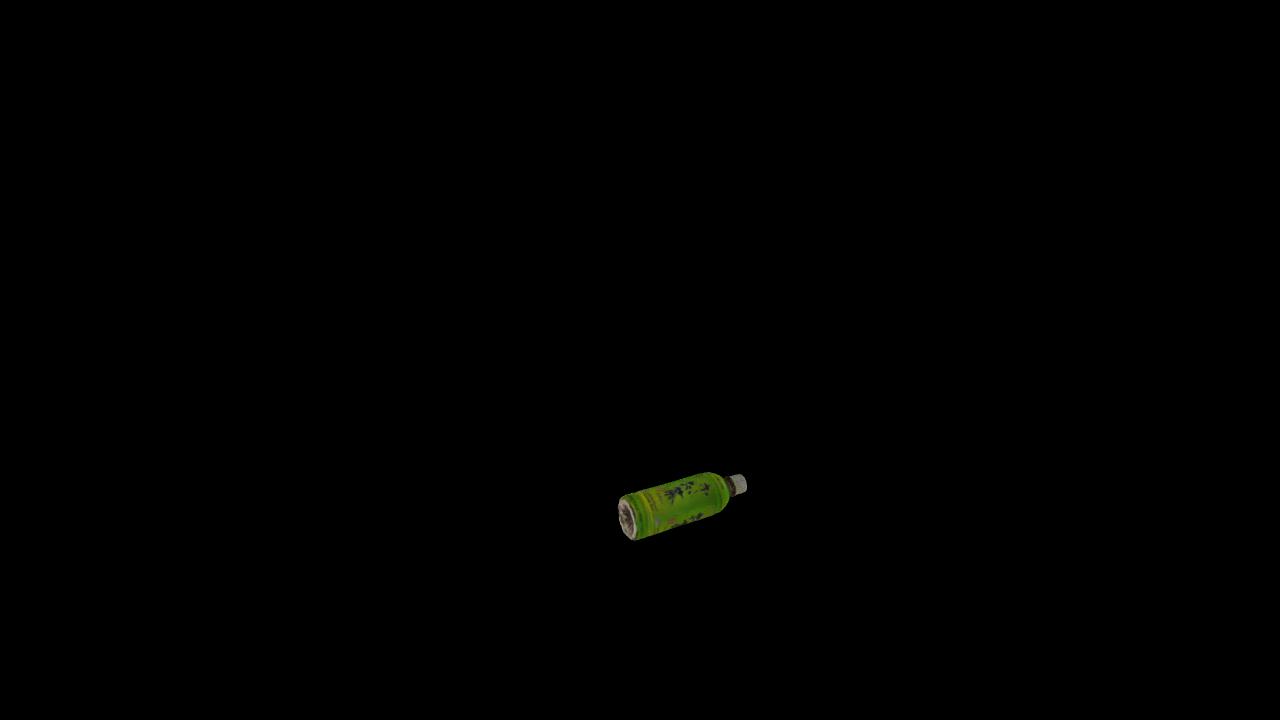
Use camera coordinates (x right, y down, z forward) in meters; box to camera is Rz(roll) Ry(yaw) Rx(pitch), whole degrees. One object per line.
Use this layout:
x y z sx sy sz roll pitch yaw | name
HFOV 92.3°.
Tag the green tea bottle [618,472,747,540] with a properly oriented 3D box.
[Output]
0.072 0.218 0.961 0.212 0.073 0.073 -13 6 -25 | green tea bottle
